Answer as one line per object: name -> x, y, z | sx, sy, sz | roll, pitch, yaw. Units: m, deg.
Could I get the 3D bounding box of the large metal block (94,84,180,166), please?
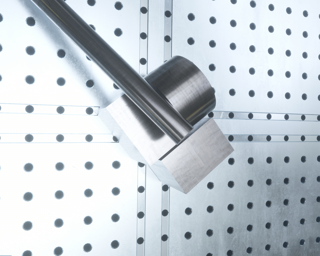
large metal block -> -0.029, -0.005, 0.374 | 0.050, 0.080, 0.080 | -40, 103, -16

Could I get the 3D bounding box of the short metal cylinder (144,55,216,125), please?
short metal cylinder -> 0.019, -0.037, 0.364 | 0.050, 0.080, 0.080 | -39, 103, -16

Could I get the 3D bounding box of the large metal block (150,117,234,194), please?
large metal block -> 0.032, 0.031, 0.394 | 0.080, 0.080, 0.050 | -39, 103, -16

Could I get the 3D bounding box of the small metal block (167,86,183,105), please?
small metal block -> 0.015, -0.049, 0.420 | 0.050, 0.025, 0.050 | -43, 104, -15

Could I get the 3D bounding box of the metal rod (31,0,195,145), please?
metal rod -> -0.080, -0.096, 0.328 | 0.300, 0.025, 0.025 | 45, 75, 7
